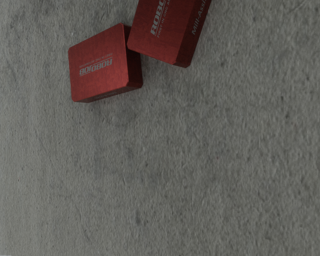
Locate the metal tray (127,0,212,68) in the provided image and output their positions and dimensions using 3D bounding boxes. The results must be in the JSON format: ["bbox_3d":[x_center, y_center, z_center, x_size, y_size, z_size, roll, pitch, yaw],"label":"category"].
[{"bbox_3d":[0.014,-0.151,0.388,0.090,0.030,0.129,28,107,36],"label":"metal tray"}]

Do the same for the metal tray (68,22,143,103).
[{"bbox_3d":[-0.087,-0.093,0.471,0.130,0.030,0.089,-9,84,39],"label":"metal tray"}]
